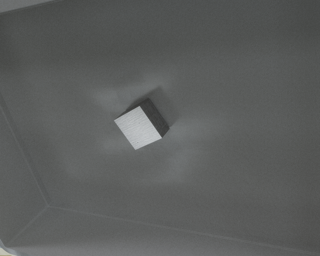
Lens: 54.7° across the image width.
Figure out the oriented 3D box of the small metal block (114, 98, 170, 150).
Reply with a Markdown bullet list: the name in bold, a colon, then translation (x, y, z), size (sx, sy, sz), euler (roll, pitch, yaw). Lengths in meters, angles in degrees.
- **small metal block**: translation (-0.024, -0.005, 0.413), size (0.050, 0.025, 0.050), euler (-26, 105, 36)
